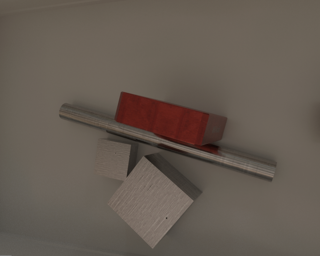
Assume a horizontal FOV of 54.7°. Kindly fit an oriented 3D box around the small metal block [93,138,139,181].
[{"bbox_3d":[-0.061,0.043,0.431,0.050,0.025,0.050,9,93,19],"label":"small metal block"}]

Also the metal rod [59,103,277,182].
[{"bbox_3d":[-0.004,0.013,0.410,0.301,0.025,0.025,16,95,18],"label":"metal rod"}]

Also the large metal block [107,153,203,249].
[{"bbox_3d":[-0.006,0.090,0.398,0.080,0.050,0.080,41,102,15],"label":"large metal block"}]

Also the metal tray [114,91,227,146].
[{"bbox_3d":[0.020,-0.010,0.347,0.090,0.130,0.030,16,96,19],"label":"metal tray"}]
